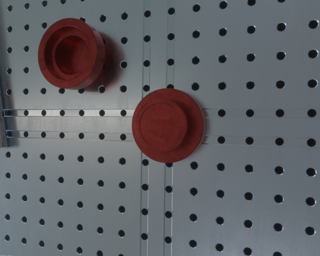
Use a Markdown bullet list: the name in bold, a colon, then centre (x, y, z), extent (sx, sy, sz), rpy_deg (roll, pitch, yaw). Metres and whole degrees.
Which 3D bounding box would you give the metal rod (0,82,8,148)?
- **metal rod**: centre (-0.284, -0.115, 0.512), extent (0.025, 0.025, 0.298), rpy_deg (-10, 87, 19)

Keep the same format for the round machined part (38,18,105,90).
- **round machined part**: centre (-0.122, -0.103, 0.447), extent (0.098, 0.042, 0.097), rpy_deg (0, 90, 19)

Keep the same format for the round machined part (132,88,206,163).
- **round machined part**: centre (0.008, -0.003, 0.401), extent (0.098, 0.042, 0.097), rpy_deg (0, 90, 20)
